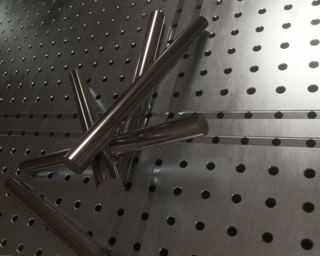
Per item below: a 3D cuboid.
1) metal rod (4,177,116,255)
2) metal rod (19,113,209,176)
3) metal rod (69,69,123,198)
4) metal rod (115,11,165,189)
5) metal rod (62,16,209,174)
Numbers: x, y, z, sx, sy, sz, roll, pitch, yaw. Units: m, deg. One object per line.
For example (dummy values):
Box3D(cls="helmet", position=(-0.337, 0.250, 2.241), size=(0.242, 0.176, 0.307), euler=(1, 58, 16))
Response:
Box3D(cls="metal rod", position=(-0.111, 0.131, 0.383), size=(0.300, 0.025, 0.025), euler=(22, 73, 35))
Box3D(cls="metal rod", position=(-0.080, 0.029, 0.401), size=(0.300, 0.025, 0.025), euler=(-15, 55, 30))
Box3D(cls="metal rod", position=(-0.096, -0.016, 0.419), size=(0.025, 0.025, 0.300), euler=(-37, 36, 3))
Box3D(cls="metal rod", position=(-0.031, -0.057, 0.458), size=(0.025, 0.025, 0.299), euler=(-3, 60, 26))
Box3D(cls="metal rod", position=(-0.012, -0.062, 0.388), size=(0.025, 0.025, 0.301), euler=(11, 47, 32))
